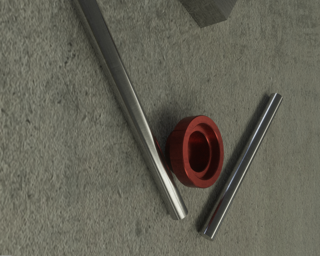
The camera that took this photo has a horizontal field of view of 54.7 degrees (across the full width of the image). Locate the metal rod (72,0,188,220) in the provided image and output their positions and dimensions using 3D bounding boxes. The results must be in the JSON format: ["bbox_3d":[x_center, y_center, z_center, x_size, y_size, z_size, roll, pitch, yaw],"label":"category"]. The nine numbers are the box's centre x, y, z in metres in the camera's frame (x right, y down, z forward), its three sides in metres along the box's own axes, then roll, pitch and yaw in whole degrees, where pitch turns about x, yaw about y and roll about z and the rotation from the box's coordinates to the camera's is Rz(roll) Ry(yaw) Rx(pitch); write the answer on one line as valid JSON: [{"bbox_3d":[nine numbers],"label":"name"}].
[{"bbox_3d":[-0.028,-0.011,0.382,0.025,0.025,0.299,-36,113,-34],"label":"metal rod"}]

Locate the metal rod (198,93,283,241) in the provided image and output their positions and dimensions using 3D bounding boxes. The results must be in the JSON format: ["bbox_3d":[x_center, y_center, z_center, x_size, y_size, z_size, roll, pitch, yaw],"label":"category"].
[{"bbox_3d":[0.147,0.052,0.530,0.025,0.025,0.301,50,60,-29],"label":"metal rod"}]

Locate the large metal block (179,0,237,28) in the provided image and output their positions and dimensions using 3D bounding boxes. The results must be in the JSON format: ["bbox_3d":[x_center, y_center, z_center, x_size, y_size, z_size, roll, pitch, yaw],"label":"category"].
[{"bbox_3d":[0.071,-0.208,0.450,0.080,0.050,0.080,42,65,-32],"label":"large metal block"}]

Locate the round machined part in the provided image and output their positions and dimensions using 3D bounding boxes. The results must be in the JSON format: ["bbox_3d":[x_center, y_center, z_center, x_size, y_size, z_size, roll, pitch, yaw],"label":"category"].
[{"bbox_3d":[0.044,0.033,0.427,0.099,0.042,0.097,7,81,-48],"label":"round machined part"}]
